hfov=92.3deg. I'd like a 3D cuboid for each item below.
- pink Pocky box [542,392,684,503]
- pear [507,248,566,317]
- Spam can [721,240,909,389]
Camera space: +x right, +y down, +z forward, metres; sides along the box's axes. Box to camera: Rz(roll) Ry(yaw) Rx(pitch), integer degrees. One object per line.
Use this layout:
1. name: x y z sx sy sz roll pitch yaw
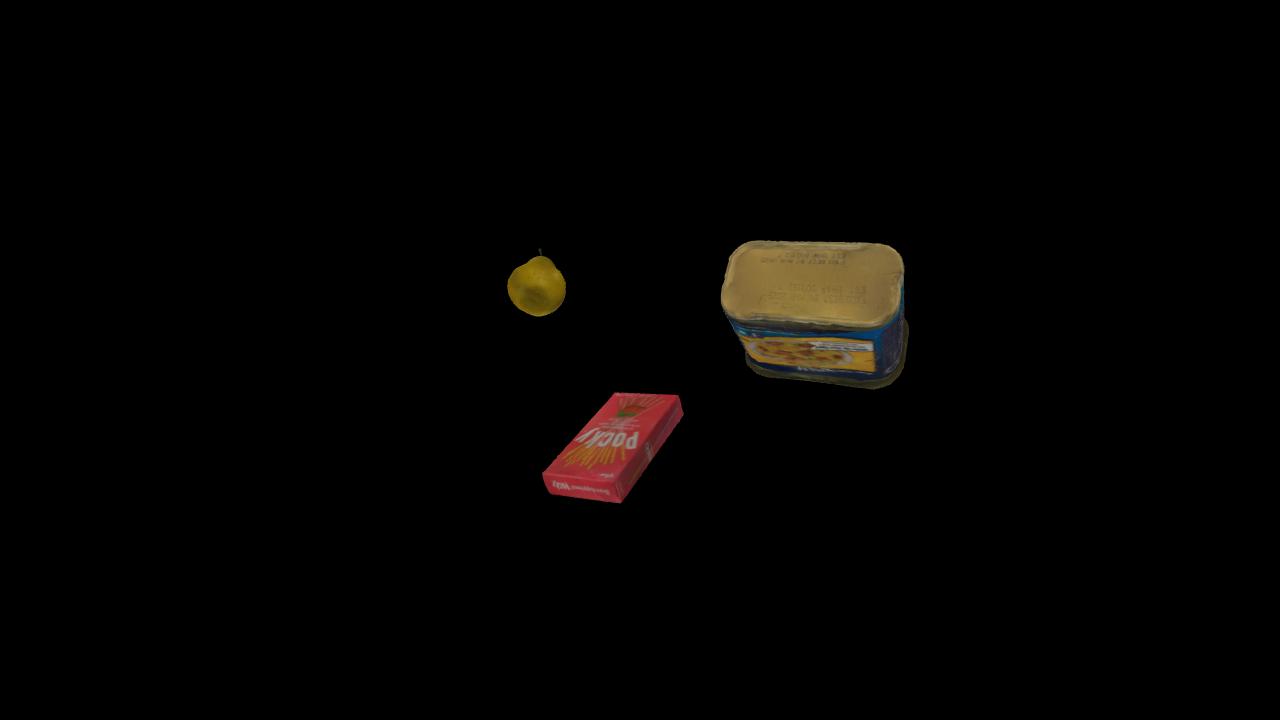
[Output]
1. pink Pocky box: -0.023 0.084 0.629 0.084 0.029 0.155 0 28 30
2. pear: -0.139 -0.113 0.864 0.080 0.080 0.111 0 41 10
3. Spam can: 0.106 -0.027 0.370 0.101 0.058 0.085 6 -20 26
